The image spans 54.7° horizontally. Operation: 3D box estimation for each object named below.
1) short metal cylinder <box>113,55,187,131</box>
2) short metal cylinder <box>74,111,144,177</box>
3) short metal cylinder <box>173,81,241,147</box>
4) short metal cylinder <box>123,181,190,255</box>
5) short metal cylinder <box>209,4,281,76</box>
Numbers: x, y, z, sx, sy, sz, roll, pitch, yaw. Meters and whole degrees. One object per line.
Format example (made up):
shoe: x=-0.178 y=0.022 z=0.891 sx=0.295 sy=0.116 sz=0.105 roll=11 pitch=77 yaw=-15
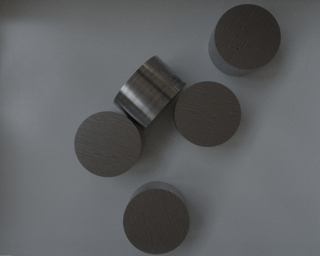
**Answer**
short metal cylinder: x=-0.012 y=-0.043 z=0.384 sx=0.050 sy=0.080 sz=0.080 roll=42 pitch=90 yaw=0
short metal cylinder: x=-0.062 y=0.019 z=0.396 sx=0.080 sy=0.050 sz=0.079 roll=0 pitch=92 yaw=1
short metal cylinder: x=0.058 y=-0.017 z=0.399 sx=0.081 sy=0.050 sz=0.080 roll=0 pitch=90 yaw=0
short metal cylinder: x=-0.004 y=0.113 z=0.399 sx=0.081 sy=0.050 sz=0.080 roll=0 pitch=90 yaw=0
short metal cylinder: x=0.106 y=-0.110 z=0.399 sx=0.081 sy=0.050 sz=0.080 roll=0 pitch=90 yaw=0
